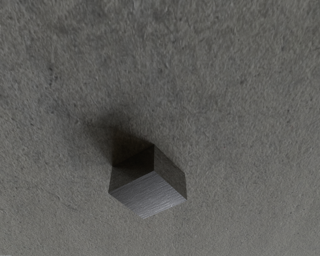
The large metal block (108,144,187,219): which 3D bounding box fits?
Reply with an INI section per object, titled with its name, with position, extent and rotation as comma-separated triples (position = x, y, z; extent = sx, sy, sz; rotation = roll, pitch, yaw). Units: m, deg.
[large metal block]
position = -0.017, 0.082, 0.460
extent = 0.080, 0.050, 0.080
rotation = -29, 125, 22
